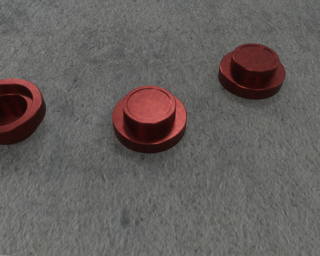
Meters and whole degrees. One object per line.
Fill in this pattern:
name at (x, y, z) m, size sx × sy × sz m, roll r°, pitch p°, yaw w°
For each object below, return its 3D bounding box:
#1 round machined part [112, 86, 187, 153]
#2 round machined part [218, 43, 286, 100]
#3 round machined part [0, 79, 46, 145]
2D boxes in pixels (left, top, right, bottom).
round machined part at (-0.014, -0.018, 0.407) m, size 0.099 × 0.042 × 0.098 m, roll 0°, pitch 50°, yaw 0°
round machined part at (0.141, -0.092, 0.471) m, size 0.099 × 0.042 × 0.098 m, roll 0°, pitch 50°, yaw 0°
round machined part at (-0.199, -0.017, 0.404) m, size 0.099 × 0.042 × 0.098 m, roll 0°, pitch 50°, yaw 0°
